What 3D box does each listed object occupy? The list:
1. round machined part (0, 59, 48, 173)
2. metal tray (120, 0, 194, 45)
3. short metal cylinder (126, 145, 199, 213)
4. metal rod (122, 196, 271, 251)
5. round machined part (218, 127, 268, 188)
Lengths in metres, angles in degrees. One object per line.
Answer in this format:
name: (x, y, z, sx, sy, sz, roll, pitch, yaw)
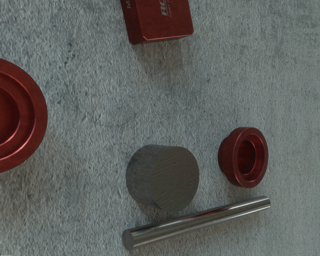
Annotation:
round machined part: (-0.153, -0.010, 0.266, 0.099, 0.042, 0.097, 0, 90, -40)
metal tray: (-0.008, -0.178, 0.396, 0.091, 0.030, 0.129, -20, 103, -38)
short metal cylinder: (0.004, 0.062, 0.394, 0.081, 0.050, 0.079, 0, 90, -40)
metal rod: (0.077, 0.136, 0.471, 0.302, 0.025, 0.025, 0, 90, -40)
round machined part: (0.133, 0.047, 0.508, 0.099, 0.042, 0.097, 0, 90, -40)
